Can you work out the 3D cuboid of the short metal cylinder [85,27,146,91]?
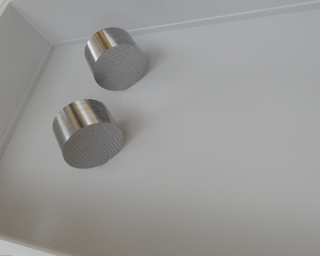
[{"bbox_3d":[-0.067,-0.103,0.467,0.080,0.080,0.050,-35,52,5],"label":"short metal cylinder"}]

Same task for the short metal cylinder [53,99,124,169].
[{"bbox_3d":[-0.096,0.008,0.414,0.080,0.080,0.050,-38,51,2],"label":"short metal cylinder"}]
